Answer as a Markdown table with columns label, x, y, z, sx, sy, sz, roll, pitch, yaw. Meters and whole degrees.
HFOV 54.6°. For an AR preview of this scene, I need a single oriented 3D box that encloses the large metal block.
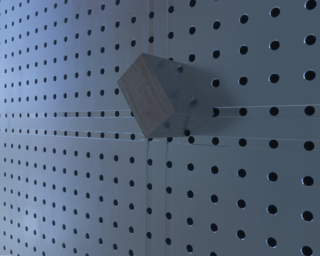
| label | x | y | z | sx | sy | sz | roll | pitch | yaw |
| --- | --- | --- | --- | --- | --- | --- | --- | --- | --- |
| large metal block | 0.008 | -0.036 | 0.368 | 0.050 | 0.081 | 0.080 | -42 | 65 | 32 |
